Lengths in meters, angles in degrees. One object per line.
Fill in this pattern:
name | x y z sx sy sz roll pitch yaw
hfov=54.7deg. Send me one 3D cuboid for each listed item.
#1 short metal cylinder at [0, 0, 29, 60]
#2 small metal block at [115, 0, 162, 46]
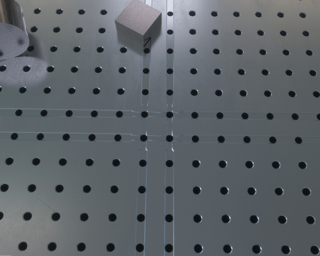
short metal cylinder | -0.230 -0.139 0.432 0.081 0.080 0.050 -17 71 -6
small metal block | -0.032 -0.162 0.471 0.050 0.025 0.050 31 73 10
